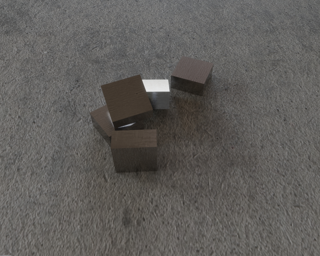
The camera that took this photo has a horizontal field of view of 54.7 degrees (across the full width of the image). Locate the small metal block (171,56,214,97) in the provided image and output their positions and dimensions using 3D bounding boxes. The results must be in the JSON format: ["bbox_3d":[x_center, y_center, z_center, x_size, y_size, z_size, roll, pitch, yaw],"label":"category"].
[{"bbox_3d":[0.049,-0.079,0.470,0.050,0.025,0.050,17,52,14],"label":"small metal block"}]

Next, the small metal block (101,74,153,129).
[{"bbox_3d":[-0.041,-0.033,0.385,0.050,0.025,0.050,-18,73,-8],"label":"small metal block"}]

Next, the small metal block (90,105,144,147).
[{"bbox_3d":[-0.056,-0.008,0.409,0.050,0.025,0.050,-29,56,-22],"label":"small metal block"}]

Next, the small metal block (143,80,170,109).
[{"bbox_3d":[-0.013,-0.048,0.432,0.050,0.025,0.050,0,27,-1],"label":"small metal block"}]

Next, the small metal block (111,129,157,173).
[{"bbox_3d":[-0.029,0.028,0.363,0.050,0.050,0.025,-2,50,-2],"label":"small metal block"}]
